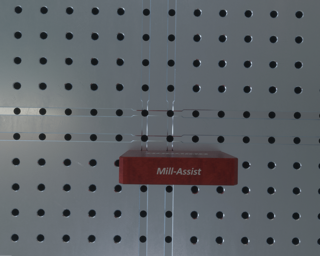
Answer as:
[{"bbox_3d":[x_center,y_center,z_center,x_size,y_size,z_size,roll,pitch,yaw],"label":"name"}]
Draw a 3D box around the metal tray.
[{"bbox_3d":[0.021,0.047,0.381,0.131,0.090,0.030,1,90,0],"label":"metal tray"}]
